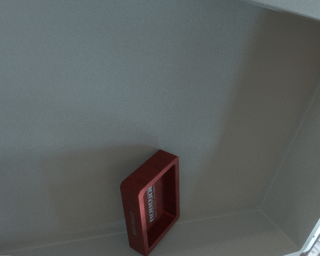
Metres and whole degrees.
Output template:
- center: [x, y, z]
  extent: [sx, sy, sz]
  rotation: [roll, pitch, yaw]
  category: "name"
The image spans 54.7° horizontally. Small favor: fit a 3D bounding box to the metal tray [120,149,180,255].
- center: [-0.009, 0.107, 0.442]
  extent: [0.091, 0.030, 0.129]
  rotation: [-38, 137, -41]
  category: "metal tray"
